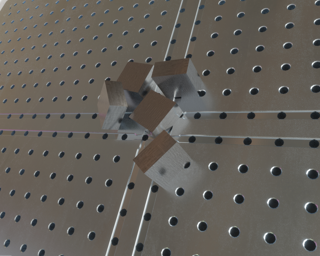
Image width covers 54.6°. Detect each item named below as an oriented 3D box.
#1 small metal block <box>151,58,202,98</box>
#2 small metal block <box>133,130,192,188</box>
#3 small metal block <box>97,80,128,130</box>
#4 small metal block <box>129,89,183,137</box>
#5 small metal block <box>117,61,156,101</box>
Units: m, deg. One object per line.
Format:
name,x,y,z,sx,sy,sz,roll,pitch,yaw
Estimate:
small metal block,0.024,-0.067,0.422,0.050,0.050,0.025,-1,61,28
small metal block,0.004,0.038,0.368,0.050,0.050,0.025,-44,51,-2
small metal block,-0.070,-0.033,0.449,0.050,0.025,0.050,119,145,-43
small metal block,-0.006,-0.018,0.423,0.050,0.025,0.050,32,80,38
small metal block,-0.035,-0.071,0.472,0.050,0.025,0.050,16,70,34
